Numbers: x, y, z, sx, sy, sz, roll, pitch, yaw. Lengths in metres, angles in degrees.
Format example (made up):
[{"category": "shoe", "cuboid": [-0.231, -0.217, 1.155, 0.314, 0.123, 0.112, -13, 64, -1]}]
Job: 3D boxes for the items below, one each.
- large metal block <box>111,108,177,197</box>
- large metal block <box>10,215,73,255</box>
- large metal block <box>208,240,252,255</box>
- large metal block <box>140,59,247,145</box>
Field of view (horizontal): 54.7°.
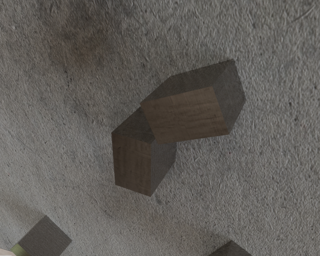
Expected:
[{"category": "large metal block", "cuboid": [-0.017, 0.026, 0.396, 0.050, 0.080, 0.079, 15, 125, 20]}, {"category": "large metal block", "cuboid": [-0.250, 0.248, 0.657, 0.080, 0.080, 0.050, 47, 129, -5]}, {"category": "large metal block", "cuboid": [0.113, 0.231, 0.475, 0.080, 0.050, 0.080, 38, 129, 2]}, {"category": "large metal block", "cuboid": [0.039, -0.029, 0.333, 0.080, 0.080, 0.050, -10, 113, 32]}]
